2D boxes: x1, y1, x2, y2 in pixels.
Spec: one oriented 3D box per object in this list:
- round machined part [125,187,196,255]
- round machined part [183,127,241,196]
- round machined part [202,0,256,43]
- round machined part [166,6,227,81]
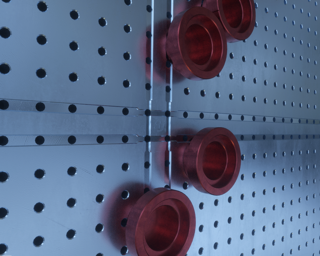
[{"bbox_3d":[-0.003,0.124,0.395,0.099,0.042,0.097,0,90,-40],"label":"round machined part"},{"bbox_3d":[0.073,0.047,0.458,0.099,0.042,0.097,0,90,-40],"label":"round machined part"},{"bbox_3d":[0.103,-0.181,0.482,0.099,0.042,0.097,1,89,-41],"label":"round machined part"},{"bbox_3d":[0.047,-0.115,0.436,0.099,0.042,0.097,0,90,-40],"label":"round machined part"}]
